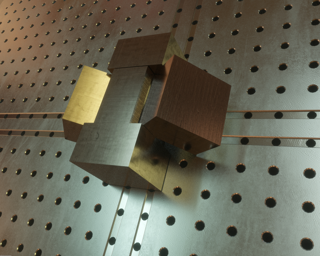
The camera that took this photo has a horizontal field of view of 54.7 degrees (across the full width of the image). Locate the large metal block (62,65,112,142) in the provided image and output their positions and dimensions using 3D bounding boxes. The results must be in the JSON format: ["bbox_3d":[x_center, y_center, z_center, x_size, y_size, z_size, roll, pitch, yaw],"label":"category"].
[{"bbox_3d":[-0.094,-0.025,0.428,0.050,0.080,0.080,18,66,-7],"label":"large metal block"}]

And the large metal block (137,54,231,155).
[{"bbox_3d":[0.030,-0.024,0.360,0.050,0.080,0.080,-32,38,58],"label":"large metal block"}]

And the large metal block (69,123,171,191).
[{"bbox_3d":[-0.045,0.035,0.372,0.080,0.080,0.050,1,63,28],"label":"large metal block"}]

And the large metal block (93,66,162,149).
[{"bbox_3d":[-0.030,-0.021,0.399,0.050,0.080,0.080,1,62,28],"label":"large metal block"}]

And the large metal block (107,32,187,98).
[{"bbox_3d":[-0.010,-0.079,0.424,0.080,0.080,0.050,1,63,28],"label":"large metal block"}]
